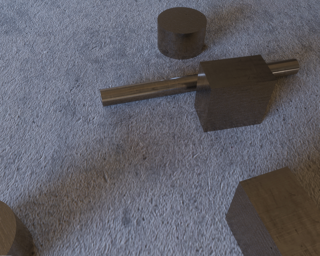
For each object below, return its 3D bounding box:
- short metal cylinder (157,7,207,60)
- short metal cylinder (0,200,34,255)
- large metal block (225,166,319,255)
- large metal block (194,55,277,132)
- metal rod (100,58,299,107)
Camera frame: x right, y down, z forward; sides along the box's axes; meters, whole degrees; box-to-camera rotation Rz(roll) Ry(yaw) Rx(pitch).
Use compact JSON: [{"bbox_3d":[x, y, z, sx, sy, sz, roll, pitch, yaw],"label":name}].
[{"bbox_3d":[0.036,-0.160,0.522,0.081,0.050,0.080,0,50,0],"label":"short metal cylinder"},{"bbox_3d":[-0.168,0.113,0.291,0.081,0.050,0.080,0,50,0],"label":"short metal cylinder"},{"bbox_3d":[0.108,0.096,0.288,0.050,0.080,0.080,-15,52,-12],"label":"large metal block"},{"bbox_3d":[0.094,-0.044,0.405,0.081,0.080,0.050,-8,51,-7],"label":"large metal block"},{"bbox_3d":[0.064,-0.070,0.462,0.302,0.025,0.025,-11,51,-9],"label":"metal rod"}]
